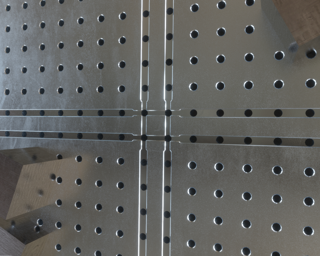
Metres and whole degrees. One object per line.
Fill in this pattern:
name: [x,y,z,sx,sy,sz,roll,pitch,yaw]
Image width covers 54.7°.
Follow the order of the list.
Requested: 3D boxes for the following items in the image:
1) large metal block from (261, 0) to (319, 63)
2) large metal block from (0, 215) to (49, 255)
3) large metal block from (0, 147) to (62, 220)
large metal block: [0.150,-0.124,0.331,0.050,0.080,0.080,-28,81,17]
large metal block: [-0.233,0.185,0.479,0.080,0.050,0.080,26,99,17]
large metal block: [-0.200,0.076,0.452,0.050,0.080,0.080,23,98,18]
